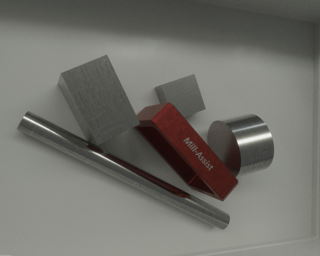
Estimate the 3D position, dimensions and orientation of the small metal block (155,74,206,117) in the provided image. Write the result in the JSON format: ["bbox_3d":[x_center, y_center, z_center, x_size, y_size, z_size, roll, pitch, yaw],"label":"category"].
[{"bbox_3d":[0.028,-0.040,0.419,0.050,0.025,0.050,-21,97,-19],"label":"small metal block"}]

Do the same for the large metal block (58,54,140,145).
[{"bbox_3d":[-0.073,-0.029,0.353,0.050,0.080,0.080,-28,100,-18],"label":"large metal block"}]

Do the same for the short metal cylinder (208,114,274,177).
[{"bbox_3d":[0.107,0.024,0.421,0.050,0.080,0.079,-12,95,-19],"label":"short metal cylinder"}]

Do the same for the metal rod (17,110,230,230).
[{"bbox_3d":[-0.032,0.062,0.398,0.301,0.025,0.025,30,80,-18],"label":"metal rod"}]

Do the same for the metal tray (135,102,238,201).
[{"bbox_3d":[0.027,0.029,0.385,0.030,0.090,0.130,-46,105,-15],"label":"metal tray"}]
